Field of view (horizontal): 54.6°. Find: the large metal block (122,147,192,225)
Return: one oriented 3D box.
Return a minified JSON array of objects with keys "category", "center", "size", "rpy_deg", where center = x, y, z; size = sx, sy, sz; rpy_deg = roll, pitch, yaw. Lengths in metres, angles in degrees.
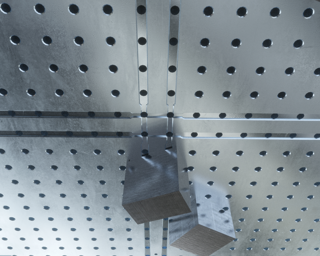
[{"category":"large metal block","center":[-0.004,0.082,0.445],"size":[0.080,0.080,0.050],"rpy_deg":[-17,128,14]}]

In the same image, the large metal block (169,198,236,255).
[{"category":"large metal block","center":[0.072,0.178,0.547],"size":[0.080,0.050,0.080],"rpy_deg":[28,125,-22]}]
